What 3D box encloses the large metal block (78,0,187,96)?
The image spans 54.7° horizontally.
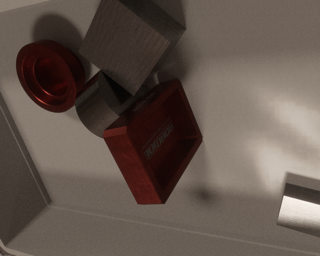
[{"bbox_3d":[-0.032,-0.097,0.345,0.080,0.050,0.080,38,129,-2],"label":"large metal block"}]

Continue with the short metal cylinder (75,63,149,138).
[{"bbox_3d":[-0.055,-0.032,0.381,0.050,0.080,0.080,-32,101,38],"label":"short metal cylinder"}]

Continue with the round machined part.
[{"bbox_3d":[-0.144,-0.073,0.426,0.098,0.042,0.097,13,124,20],"label":"round machined part"}]

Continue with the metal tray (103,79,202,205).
[{"bbox_3d":[0.001,0.010,0.346,0.030,0.131,0.090,-11,113,32],"label":"metal tray"}]

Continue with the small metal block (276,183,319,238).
[{"bbox_3d":[0.175,0.100,0.378,0.050,0.025,0.050,12,124,21],"label":"small metal block"}]
